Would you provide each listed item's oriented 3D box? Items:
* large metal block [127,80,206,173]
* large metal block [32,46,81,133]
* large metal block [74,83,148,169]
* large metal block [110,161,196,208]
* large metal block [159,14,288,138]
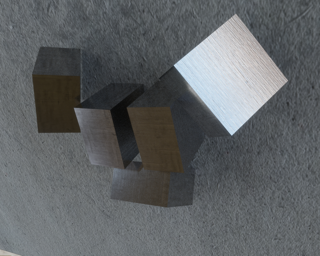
[{"bbox_3d":[0.012,-0.005,0.362,0.050,0.080,0.079,1,119,27],"label":"large metal block"},{"bbox_3d":[-0.128,-0.050,0.396,0.050,0.080,0.079,0,126,-14],"label":"large metal block"},{"bbox_3d":[-0.054,-0.006,0.396,0.050,0.080,0.079,5,121,25],"label":"large metal block"},{"bbox_3d":[-0.007,0.073,0.412,0.080,0.080,0.050,1,80,27],"label":"large metal block"},{"bbox_3d":[0.060,-0.047,0.303,0.080,0.080,0.050,50,166,-7],"label":"large metal block"}]
